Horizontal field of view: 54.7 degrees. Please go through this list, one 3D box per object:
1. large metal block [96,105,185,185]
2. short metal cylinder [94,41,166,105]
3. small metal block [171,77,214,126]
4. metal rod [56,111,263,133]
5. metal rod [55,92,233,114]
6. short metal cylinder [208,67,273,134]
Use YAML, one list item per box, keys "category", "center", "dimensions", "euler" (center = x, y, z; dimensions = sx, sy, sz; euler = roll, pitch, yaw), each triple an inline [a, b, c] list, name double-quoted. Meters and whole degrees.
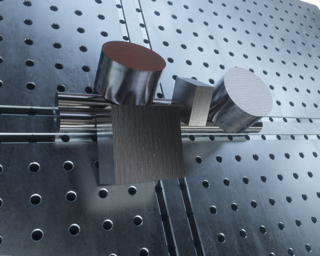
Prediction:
- category: "large metal block"
  center: [-0.023, 0.019, 0.346]
  dimensions: [0.081, 0.050, 0.080]
  euler: [-1, 82, -29]
- category: "short metal cylinder"
  center: [-0.038, -0.069, 0.391]
  dimensions: [0.081, 0.050, 0.080]
  euler: [15, 33, -9]
- category: "small metal block"
  center: [0.039, -0.034, 0.393]
  dimensions: [0.025, 0.050, 0.050]
  euler: [1, 19, -28]
- category: "metal rod"
  center: [0.020, -0.006, 0.418]
  dimensions: [0.303, 0.025, 0.025]
  euler: [0, 62, -28]
- category: "metal rod"
  center: [0.014, -0.028, 0.428]
  dimensions: [0.303, 0.025, 0.025]
  euler: [0, 62, -28]
- category: "short metal cylinder"
  center: [0.110, -0.039, 0.439]
  dimensions: [0.081, 0.050, 0.080]
  euler: [14, 56, -21]
